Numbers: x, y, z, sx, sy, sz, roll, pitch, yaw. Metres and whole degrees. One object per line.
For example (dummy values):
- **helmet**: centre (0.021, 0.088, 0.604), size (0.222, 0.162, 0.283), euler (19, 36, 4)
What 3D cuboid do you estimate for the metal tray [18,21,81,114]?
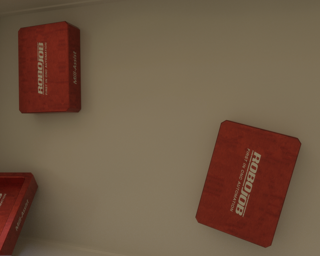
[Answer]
- **metal tray**: centre (-0.167, -0.087, 0.467), size (0.090, 0.030, 0.129), euler (-1, 90, 20)

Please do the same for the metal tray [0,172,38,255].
- **metal tray**: centre (-0.238, 0.121, 0.432), size (0.091, 0.130, 0.030), euler (0, 131, 1)

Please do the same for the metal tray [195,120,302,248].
- **metal tray**: centre (0.104, 0.063, 0.371), size (0.090, 0.030, 0.129), euler (16, 95, 19)
